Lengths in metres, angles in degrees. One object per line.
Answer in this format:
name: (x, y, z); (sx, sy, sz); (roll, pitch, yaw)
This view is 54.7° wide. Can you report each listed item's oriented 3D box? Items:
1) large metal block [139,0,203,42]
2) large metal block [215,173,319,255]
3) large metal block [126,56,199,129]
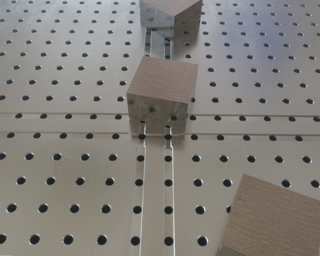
large metal block: (0.020, -0.214, 0.571); (0.080, 0.050, 0.080); (34, 58, 25)
large metal block: (0.107, 0.103, 0.306); (0.080, 0.050, 0.080); (19, 52, 15)
large metal block: (0.005, -0.051, 0.435); (0.080, 0.050, 0.080); (11, 51, 8)
